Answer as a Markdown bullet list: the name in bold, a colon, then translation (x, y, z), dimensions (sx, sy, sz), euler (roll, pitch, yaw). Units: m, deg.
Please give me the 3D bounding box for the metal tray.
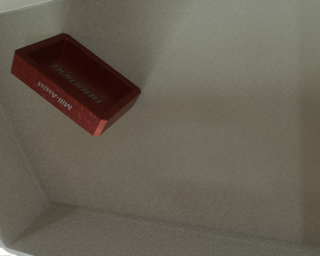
- **metal tray**: translation (-0.099, -0.057, 0.381), dimensions (0.130, 0.090, 0.030), euler (37, 129, 2)
